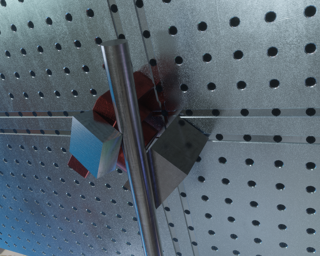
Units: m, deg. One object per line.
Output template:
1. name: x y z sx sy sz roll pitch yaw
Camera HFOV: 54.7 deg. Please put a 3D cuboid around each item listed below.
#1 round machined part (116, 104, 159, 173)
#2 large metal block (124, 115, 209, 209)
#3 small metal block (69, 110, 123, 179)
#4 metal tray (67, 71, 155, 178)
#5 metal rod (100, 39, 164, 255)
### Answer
1. round machined part: -0.038 0.019 0.400 0.042 0.098 0.097 36 129 4
2. large metal block: 0.009 0.043 0.392 0.050 0.080 0.080 37 129 3
3. small metal block: -0.070 0.017 0.330 0.050 0.025 0.050 37 130 27
4. metal tray: -0.064 -0.003 0.399 0.030 0.090 0.129 37 129 3
5. metal rod: -0.024 0.052 0.351 0.025 0.025 0.298 6 122 24
